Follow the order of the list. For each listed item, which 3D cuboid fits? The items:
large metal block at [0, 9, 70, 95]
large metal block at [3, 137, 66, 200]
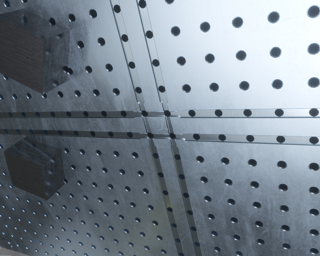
[{"bbox_3d":[-0.174,-0.105,0.423,0.080,0.050,0.079,26,128,12],"label":"large metal block"},{"bbox_3d":[-0.223,0.072,0.559,0.080,0.050,0.079,17,125,18],"label":"large metal block"}]
